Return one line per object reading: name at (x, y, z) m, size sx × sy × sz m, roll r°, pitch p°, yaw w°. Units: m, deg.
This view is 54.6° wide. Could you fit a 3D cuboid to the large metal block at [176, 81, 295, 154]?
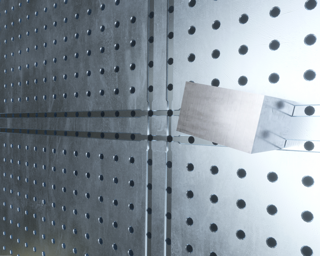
large metal block at (0.077, -0.012, 0.311) m, size 0.080 × 0.081 × 0.050 m, roll 18°, pitch 101°, yaw 39°
